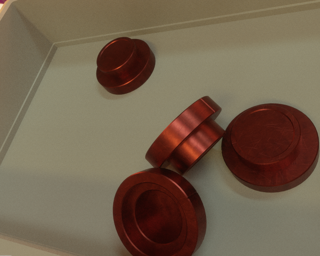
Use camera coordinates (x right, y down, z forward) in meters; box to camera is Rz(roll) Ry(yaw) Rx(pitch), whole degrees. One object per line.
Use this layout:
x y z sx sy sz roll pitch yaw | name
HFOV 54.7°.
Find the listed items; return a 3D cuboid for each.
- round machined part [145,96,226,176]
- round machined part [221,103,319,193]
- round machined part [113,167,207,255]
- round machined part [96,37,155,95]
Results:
0.034 0.014 0.340 0.098 0.098 0.042 -44 79 -2 | round machined part
0.113 0.015 0.327 0.098 0.042 0.098 -13 56 21 | round machined part
0.003 0.089 0.320 0.098 0.042 0.097 3 97 30 | round machined part
-0.061 -0.105 0.491 0.098 0.042 0.098 -13 56 21 | round machined part
